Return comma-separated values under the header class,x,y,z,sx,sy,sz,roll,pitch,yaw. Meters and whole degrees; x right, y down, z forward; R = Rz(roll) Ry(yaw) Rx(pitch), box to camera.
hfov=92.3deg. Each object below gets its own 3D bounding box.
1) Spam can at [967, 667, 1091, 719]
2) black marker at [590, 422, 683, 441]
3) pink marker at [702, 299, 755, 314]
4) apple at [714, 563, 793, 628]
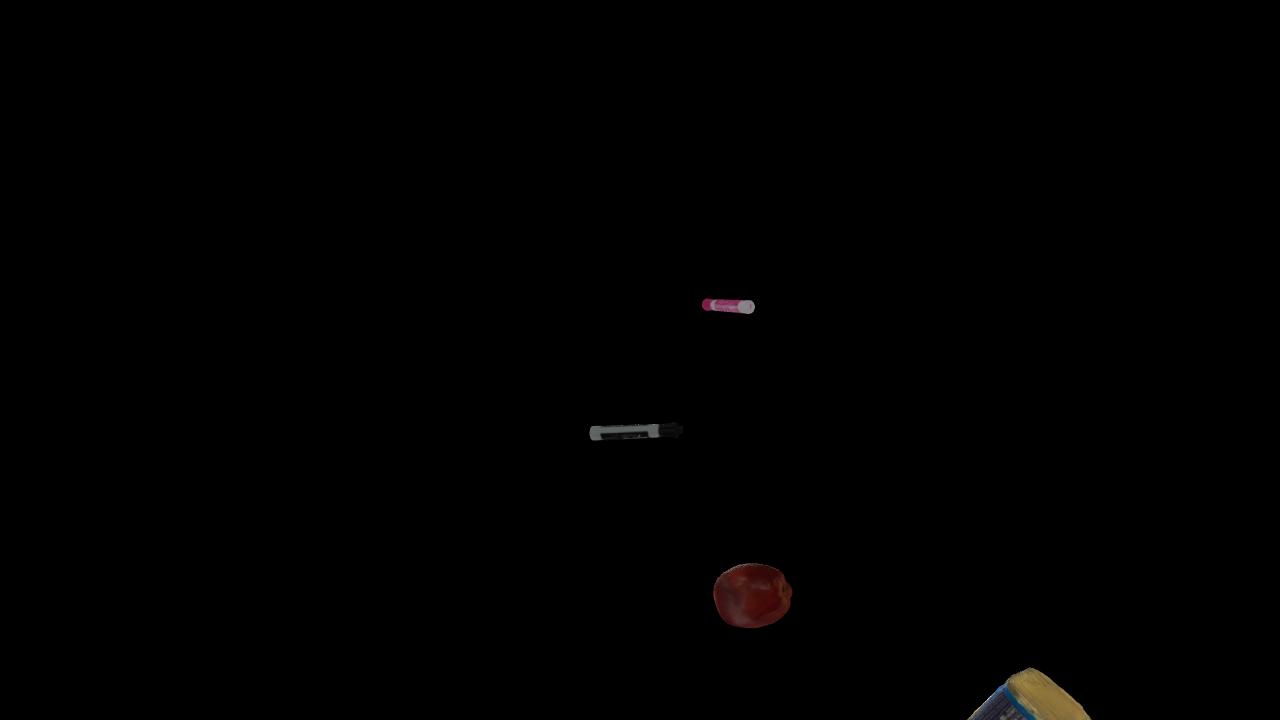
class,x,y,z,sx,sy,sz,roll,pitch,yaw
Spam can,0.293,0.294,0.481,0.101,0.085,0.058,18,21,-44
black marker,-0.005,0.090,0.773,0.121,0.020,0.020,-4,-1,20
pink marker,0.124,-0.078,0.889,0.020,0.020,0.121,0,6,-24
apple,0.134,0.285,0.746,0.093,0.079,0.079,-20,-12,35
